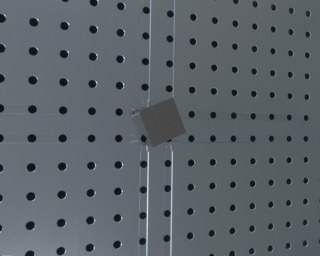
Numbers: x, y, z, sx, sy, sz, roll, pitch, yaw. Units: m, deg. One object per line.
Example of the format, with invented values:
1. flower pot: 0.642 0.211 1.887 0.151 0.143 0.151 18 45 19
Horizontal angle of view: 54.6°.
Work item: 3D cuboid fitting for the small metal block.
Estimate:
1. small metal block: 0.000 -0.008 0.412 0.050 0.025 0.050 -23 98 -19
